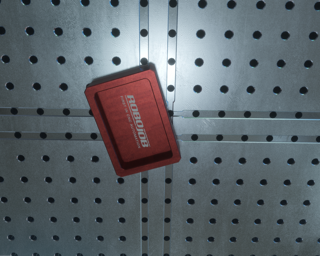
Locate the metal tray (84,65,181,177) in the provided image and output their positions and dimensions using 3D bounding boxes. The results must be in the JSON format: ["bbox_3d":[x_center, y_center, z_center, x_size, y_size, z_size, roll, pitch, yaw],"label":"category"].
[{"bbox_3d":[-0.032,-0.007,0.407,0.090,0.030,0.129,-16,110,5],"label":"metal tray"}]
